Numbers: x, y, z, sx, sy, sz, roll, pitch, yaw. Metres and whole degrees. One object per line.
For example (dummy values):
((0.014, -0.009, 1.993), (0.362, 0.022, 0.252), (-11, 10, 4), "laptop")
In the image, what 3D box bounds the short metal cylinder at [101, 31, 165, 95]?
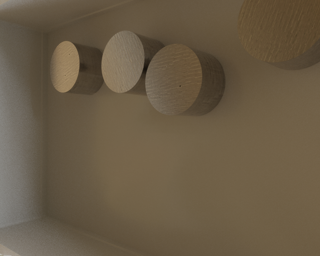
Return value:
((-0.033, -0.085, 0.418), (0.080, 0.050, 0.080), (0, 90, 40), "short metal cylinder")

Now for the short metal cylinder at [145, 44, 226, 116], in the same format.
((0.029, -0.054, 0.366), (0.080, 0.050, 0.080), (0, 90, 40), "short metal cylinder")

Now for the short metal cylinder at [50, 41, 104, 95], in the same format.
((-0.133, -0.095, 0.501), (0.080, 0.050, 0.080), (0, 90, 40), "short metal cylinder")

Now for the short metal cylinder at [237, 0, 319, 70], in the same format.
((0.121, -0.098, 0.290), (0.080, 0.050, 0.080), (0, 90, 40), "short metal cylinder")
